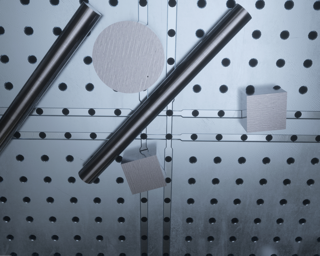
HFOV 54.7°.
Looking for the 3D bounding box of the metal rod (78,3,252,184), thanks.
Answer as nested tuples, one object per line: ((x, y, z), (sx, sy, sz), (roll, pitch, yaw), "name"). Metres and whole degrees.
((-0.003, -0.034, 0.400), (0.025, 0.025, 0.299), (41, 105, -14), "metal rod")

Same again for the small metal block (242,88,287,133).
((0.136, -0.024, 0.406), (0.050, 0.025, 0.050), (-6, 110, 2), "small metal block")

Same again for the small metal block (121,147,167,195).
((-0.022, 0.060, 0.435), (0.050, 0.025, 0.050), (-16, 110, 5), "small metal block")

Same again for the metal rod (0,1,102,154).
((-0.175, -0.032, 0.399), (0.025, 0.025, 0.299), (38, 105, -13), "metal rod")

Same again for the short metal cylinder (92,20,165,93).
((-0.035, -0.086, 0.368), (0.081, 0.050, 0.079), (0, 110, 0), "short metal cylinder")
